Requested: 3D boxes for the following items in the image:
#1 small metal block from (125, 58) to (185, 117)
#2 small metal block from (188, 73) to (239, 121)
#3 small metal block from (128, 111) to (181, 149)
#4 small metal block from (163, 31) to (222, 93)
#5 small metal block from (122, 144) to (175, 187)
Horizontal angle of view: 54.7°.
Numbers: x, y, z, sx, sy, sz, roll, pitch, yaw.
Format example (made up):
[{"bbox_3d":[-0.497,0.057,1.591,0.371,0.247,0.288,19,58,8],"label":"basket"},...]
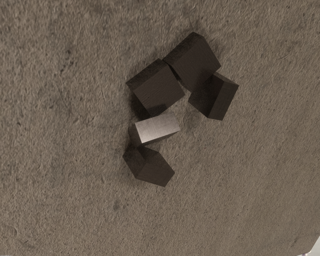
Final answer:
[{"bbox_3d":[-0.005,-0.047,0.376,0.050,0.025,0.050,-38,130,-3],"label":"small metal block"},{"bbox_3d":[0.068,-0.044,0.402,0.025,0.050,0.050,8,114,-33],"label":"small metal block"},{"bbox_3d":[-0.009,0.004,0.387,0.050,0.050,0.025,-18,83,-18],"label":"small metal block"},{"bbox_3d":[0.040,-0.080,0.381,0.050,0.025,0.050,-43,130,1],"label":"small metal block"},{"bbox_3d":[-0.016,0.049,0.414,0.050,0.050,0.025,25,105,-37],"label":"small metal block"}]
